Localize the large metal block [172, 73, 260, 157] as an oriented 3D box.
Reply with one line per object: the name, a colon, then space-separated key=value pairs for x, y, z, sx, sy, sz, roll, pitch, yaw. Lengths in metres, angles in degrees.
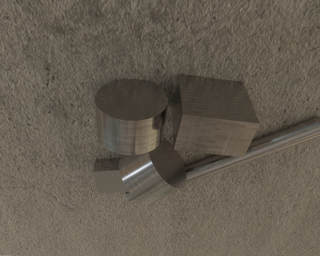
large metal block: x=0.058 y=-0.016 z=0.358 sx=0.081 sy=0.080 sz=0.050 roll=7 pitch=130 yaw=-6

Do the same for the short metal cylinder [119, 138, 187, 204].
short metal cylinder: x=-0.009 y=0.055 z=0.418 sx=0.050 sy=0.080 sz=0.080 roll=-33 pitch=123 yaw=25

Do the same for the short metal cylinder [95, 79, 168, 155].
short metal cylinder: x=-0.033 y=-0.014 z=0.358 sx=0.081 sy=0.080 sz=0.050 roll=3 pitch=130 yaw=-4

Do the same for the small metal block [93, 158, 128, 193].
small metal block: x=-0.069 y=0.072 z=0.467 sx=0.050 sy=0.025 sz=0.050 roll=-4 pitch=130 yaw=2

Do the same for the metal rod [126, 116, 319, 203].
metal rod: x=0.083 y=0.052 z=0.452 sx=0.300 sy=0.025 sz=0.025 roll=-23 pitch=127 yaw=18
